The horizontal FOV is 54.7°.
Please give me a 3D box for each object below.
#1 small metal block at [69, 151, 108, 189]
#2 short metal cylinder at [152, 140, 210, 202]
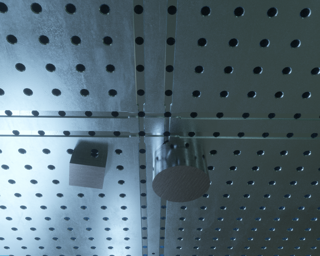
[{"bbox_3d":[-0.108,0.064,0.464,0.050,0.025,0.050,9,130,-8],"label":"small metal block"},{"bbox_3d":[0.029,0.063,0.450,0.081,0.050,0.079,0,130,0],"label":"short metal cylinder"}]
